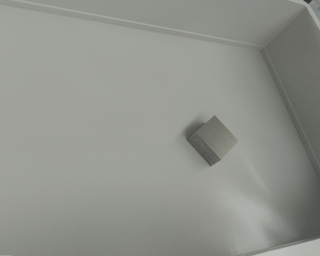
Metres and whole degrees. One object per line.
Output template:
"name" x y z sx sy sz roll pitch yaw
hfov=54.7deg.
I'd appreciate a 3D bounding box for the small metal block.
"small metal block" 0.075 0.018 0.437 0.050 0.025 0.050 48 51 5
